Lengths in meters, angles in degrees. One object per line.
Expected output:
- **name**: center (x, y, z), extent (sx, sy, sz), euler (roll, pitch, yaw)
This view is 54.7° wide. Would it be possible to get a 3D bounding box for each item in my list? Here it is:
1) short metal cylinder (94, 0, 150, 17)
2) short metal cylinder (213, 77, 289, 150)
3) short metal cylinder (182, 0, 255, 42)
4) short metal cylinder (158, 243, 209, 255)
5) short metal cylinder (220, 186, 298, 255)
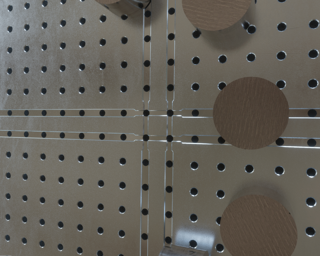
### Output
- **short metal cylinder**: center (-0.054, -0.199, 0.418), extent (0.080, 0.050, 0.079), euler (0, 90, 20)
- **short metal cylinder**: center (0.106, -0.016, 0.362), extent (0.080, 0.050, 0.079), euler (0, 90, 20)
- **short metal cylinder**: center (0.072, -0.150, 0.374), extent (0.080, 0.050, 0.079), euler (0, 90, 20)
- **short metal cylinder**: center (0.027, 0.186, 0.374), extent (0.050, 0.080, 0.079), euler (3, 91, 20)
- **short metal cylinder**: center (0.114, 0.112, 0.359), extent (0.080, 0.050, 0.079), euler (0, 90, 20)
